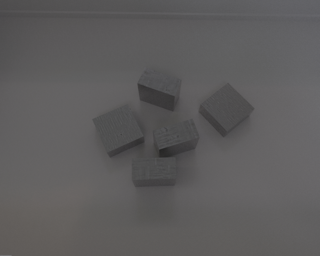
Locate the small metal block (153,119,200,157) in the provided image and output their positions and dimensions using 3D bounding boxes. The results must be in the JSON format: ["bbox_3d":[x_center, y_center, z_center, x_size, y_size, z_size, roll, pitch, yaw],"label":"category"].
[{"bbox_3d":[0.019,0.015,0.391,0.050,0.050,0.025,-17,71,-6],"label":"small metal block"}]

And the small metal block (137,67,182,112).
[{"bbox_3d":[0.000,-0.050,0.415,0.050,0.050,0.025,20,72,7],"label":"small metal block"}]

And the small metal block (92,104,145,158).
[{"bbox_3d":[-0.054,0.004,0.408,0.050,0.025,0.050,-24,72,-9],"label":"small metal block"}]

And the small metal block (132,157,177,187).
[{"bbox_3d":[-0.007,0.054,0.376,0.050,0.050,0.025,-2,70,-1],"label":"small metal block"}]

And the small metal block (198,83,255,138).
[{"bbox_3d":[0.089,-0.024,0.419,0.050,0.025,0.050,-38,75,-13],"label":"small metal block"}]
